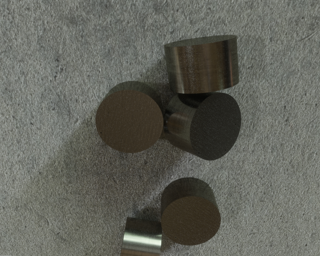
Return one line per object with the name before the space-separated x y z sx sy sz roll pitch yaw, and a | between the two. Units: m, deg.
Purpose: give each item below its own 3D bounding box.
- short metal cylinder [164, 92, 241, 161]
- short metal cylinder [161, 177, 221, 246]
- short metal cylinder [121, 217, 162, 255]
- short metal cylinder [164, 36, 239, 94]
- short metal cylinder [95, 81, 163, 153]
short metal cylinder | 0.051 -0.006 0.375 0.081 0.050 0.079 -10 108 -33
short metal cylinder | 0.042 0.118 0.440 0.081 0.050 0.079 0 110 0
short metal cylinder | -0.029 0.172 0.443 0.050 0.080 0.079 10 110 -4
short metal cylinder | 0.048 -0.074 0.353 0.080 0.080 0.050 -8 110 3
short metal cylinder | -0.036 -0.015 0.390 0.081 0.050 0.079 0 110 0
